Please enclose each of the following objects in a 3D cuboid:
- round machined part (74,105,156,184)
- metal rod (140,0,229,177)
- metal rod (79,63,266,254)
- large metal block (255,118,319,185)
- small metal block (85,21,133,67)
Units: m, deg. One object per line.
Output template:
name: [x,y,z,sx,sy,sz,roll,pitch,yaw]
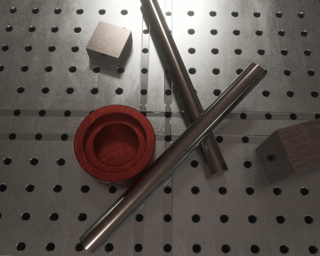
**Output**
round machined part: [-0.055,0.023,0.394,0.099,0.042,0.098,0,70,-1]
metal rod: [0.027,-0.076,0.439,0.025,0.025,0.299,-18,71,-7]
metal rod: [0.020,0.031,0.379,0.025,0.025,0.300,43,83,13]
large metal block: [0.174,0.028,0.375,0.081,0.080,0.050,-15,71,-6]
small metal block: [-0.074,-0.124,0.456,0.050,0.025,0.050,18,71,6]
